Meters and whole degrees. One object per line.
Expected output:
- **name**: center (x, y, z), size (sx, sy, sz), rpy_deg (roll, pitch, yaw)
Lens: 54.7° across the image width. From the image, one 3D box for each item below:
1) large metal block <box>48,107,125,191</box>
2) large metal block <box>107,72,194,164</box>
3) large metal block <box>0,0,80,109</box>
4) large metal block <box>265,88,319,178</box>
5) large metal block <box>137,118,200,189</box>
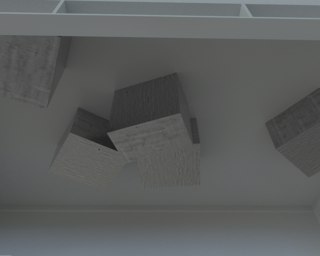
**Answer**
- **large metal block**: center (-0.092, 0.031, 0.417), size (0.080, 0.050, 0.080), rpy_deg (24, 126, -20)
- **large metal block**: center (-0.010, -0.013, 0.362), size (0.080, 0.080, 0.050), rpy_deg (-15, 129, 12)
- **large metal block**: center (-0.120, -0.079, 0.304), size (0.050, 0.080, 0.079), rpy_deg (17, 128, -14)
- **large metal block**: center (0.200, 0.009, 0.403), size (0.080, 0.050, 0.080), rpy_deg (36, 121, -27)
- **large metal block**: center (0.012, 0.035, 0.423), size (0.080, 0.050, 0.079), rpy_deg (-4, 130, 3)
